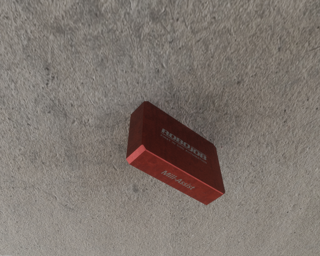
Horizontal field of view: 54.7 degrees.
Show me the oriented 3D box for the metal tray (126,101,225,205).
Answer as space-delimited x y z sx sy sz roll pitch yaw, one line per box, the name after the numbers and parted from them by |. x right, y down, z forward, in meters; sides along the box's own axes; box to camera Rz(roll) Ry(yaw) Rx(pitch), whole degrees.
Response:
0.021 0.032 0.393 0.130 0.090 0.030 32 123 -25 | metal tray
